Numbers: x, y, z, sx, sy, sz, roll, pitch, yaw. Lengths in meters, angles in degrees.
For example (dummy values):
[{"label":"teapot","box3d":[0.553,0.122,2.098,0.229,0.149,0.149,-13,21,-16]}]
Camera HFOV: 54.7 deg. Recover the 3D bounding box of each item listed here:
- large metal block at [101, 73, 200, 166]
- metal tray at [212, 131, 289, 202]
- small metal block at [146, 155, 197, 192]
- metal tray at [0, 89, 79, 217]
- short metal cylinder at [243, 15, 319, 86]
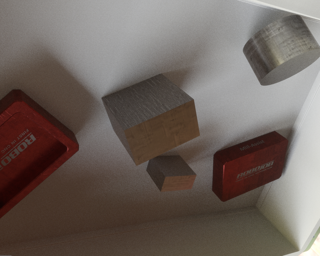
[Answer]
[{"label":"large metal block","box3d":[-0.012,-0.014,0.360,0.081,0.080,0.050,-25,128,-14]},{"label":"metal tray","box3d":[0.154,0.066,0.533,0.131,0.030,0.089,-17,126,-19]},{"label":"small metal block","box3d":[0.015,0.064,0.442,0.050,0.050,0.025,1,118,-30]},{"label":"metal tray","box3d":[-0.167,0.032,0.334,0.130,0.030,0.090,-41,130,0]},{"label":"short metal cylinder","box3d":[0.154,-0.096,0.394,0.080,0.050,0.080,-21,165,-6]}]
